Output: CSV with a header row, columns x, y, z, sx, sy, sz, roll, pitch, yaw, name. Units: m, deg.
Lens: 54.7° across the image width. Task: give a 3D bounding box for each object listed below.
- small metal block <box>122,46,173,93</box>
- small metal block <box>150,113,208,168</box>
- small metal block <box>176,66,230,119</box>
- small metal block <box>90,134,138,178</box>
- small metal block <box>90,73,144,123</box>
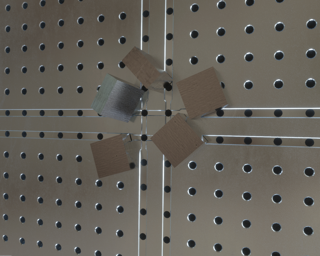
x,y,z,sx,sy,sz,roll,pitch,yaw,name
-0.015,-0.075,0.404,0.025,0.050,0.050,-45,77,14,small metal block
0.025,0.016,0.403,0.050,0.025,0.050,-43,77,14,small metal block
0.055,-0.043,0.393,0.050,0.025,0.050,-22,83,18,small metal block
-0.064,0.039,0.434,0.050,0.025,0.050,-17,84,18,small metal block
-0.056,-0.039,0.415,0.025,0.050,0.050,36,102,39,small metal block
